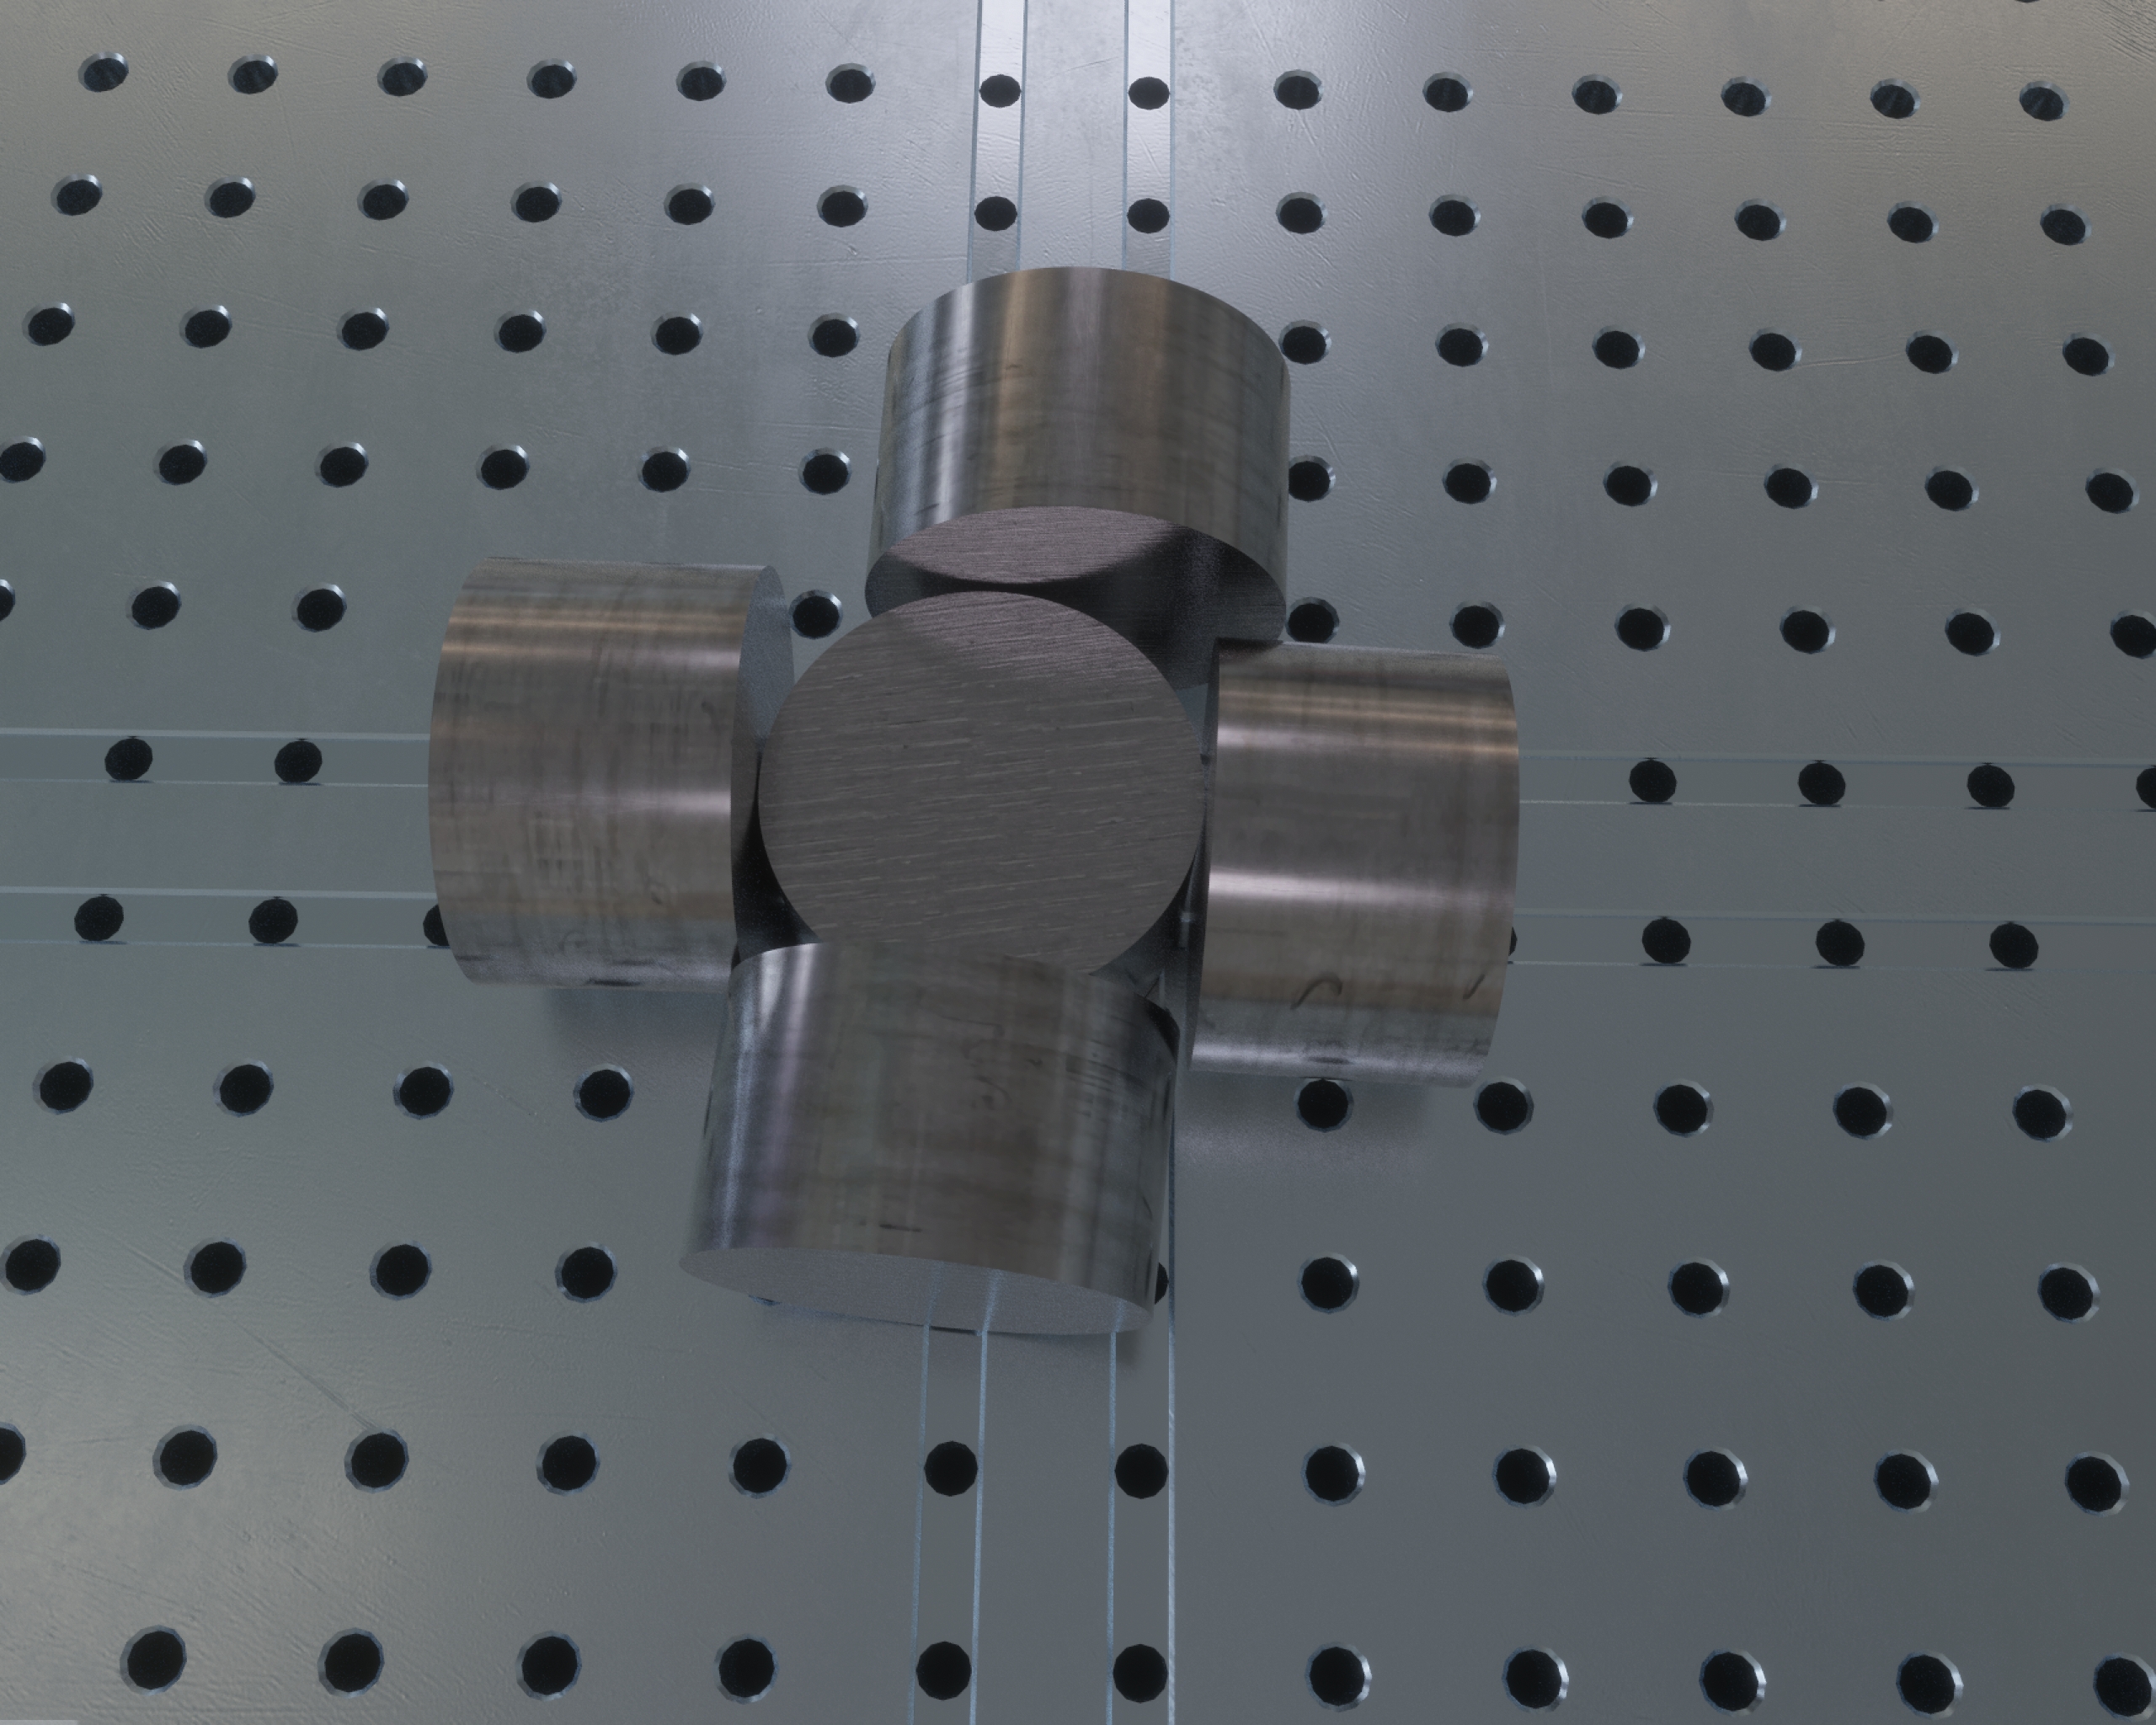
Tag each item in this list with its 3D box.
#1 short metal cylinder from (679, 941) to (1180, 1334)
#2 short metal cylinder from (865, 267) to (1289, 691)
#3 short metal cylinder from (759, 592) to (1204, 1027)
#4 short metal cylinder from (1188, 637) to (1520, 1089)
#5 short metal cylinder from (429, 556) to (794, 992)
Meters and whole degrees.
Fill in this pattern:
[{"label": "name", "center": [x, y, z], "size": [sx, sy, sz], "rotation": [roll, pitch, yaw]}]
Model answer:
[{"label": "short metal cylinder", "center": [-0.025, 0.050, 0.363], "size": [0.080, 0.080, 0.050], "rotation": [6, 70, 2]}, {"label": "short metal cylinder", "center": [0.001, -0.071, 0.408], "size": [0.080, 0.080, 0.050], "rotation": [3, 70, 1]}, {"label": "short metal cylinder", "center": [-0.018, -0.005, 0.400], "size": [0.081, 0.050, 0.080], "rotation": [1, 70, -1]}, {"label": "short metal cylinder", "center": [0.048, 0.000, 0.383], "size": [0.050, 0.080, 0.080], "rotation": [4, 70, 1]}, {"label": "short metal cylinder", "center": [-0.083, -0.016, 0.387], "size": [0.050, 0.080, 0.080], "rotation": [2, 70, 0]}]
